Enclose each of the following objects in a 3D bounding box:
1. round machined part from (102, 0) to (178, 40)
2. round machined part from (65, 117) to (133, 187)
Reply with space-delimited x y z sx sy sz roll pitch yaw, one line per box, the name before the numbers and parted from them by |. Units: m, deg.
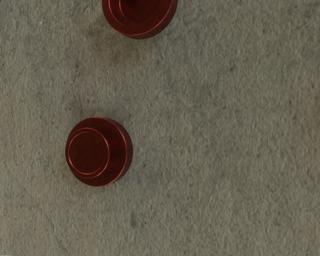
round machined part | -0.023 -0.165 0.407 0.098 0.042 0.097 0 90 19
round machined part | -0.091 0.033 0.431 0.098 0.042 0.097 0 90 19
